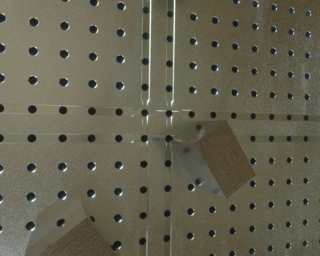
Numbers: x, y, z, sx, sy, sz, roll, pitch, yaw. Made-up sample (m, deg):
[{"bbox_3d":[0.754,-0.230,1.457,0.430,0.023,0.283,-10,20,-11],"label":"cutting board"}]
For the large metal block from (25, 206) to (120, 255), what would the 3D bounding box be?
[{"bbox_3d":[-0.098,0.154,0.363,0.080,0.050,0.080,-37,102,-16],"label":"large metal block"}]

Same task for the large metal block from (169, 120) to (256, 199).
[{"bbox_3d":[0.066,0.037,0.407,0.050,0.080,0.080,-34,101,-17],"label":"large metal block"}]
